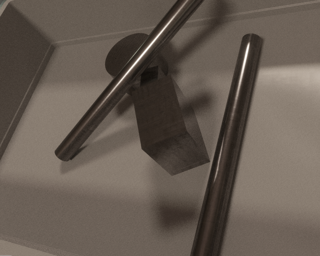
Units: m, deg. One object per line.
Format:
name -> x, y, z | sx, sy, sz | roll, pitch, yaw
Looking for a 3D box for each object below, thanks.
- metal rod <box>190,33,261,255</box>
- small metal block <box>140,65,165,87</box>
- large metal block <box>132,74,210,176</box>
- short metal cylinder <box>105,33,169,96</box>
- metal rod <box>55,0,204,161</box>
metal rod -> 0.079, 0.014, 0.354 | 0.025, 0.025, 0.300 | 4, 63, 30
small metal block -> -0.004, -0.047, 0.419 | 0.025, 0.050, 0.050 | -11, 57, 22
large metal block -> 0.013, -0.001, 0.363 | 0.050, 0.080, 0.080 | -23, 54, 14
short metal cylinder -> -0.034, -0.094, 0.464 | 0.080, 0.050, 0.080 | -13, 56, 20
metal rod -> -0.047, -0.064, 0.412 | 0.299, 0.025, 0.025 | -47, 49, 17
